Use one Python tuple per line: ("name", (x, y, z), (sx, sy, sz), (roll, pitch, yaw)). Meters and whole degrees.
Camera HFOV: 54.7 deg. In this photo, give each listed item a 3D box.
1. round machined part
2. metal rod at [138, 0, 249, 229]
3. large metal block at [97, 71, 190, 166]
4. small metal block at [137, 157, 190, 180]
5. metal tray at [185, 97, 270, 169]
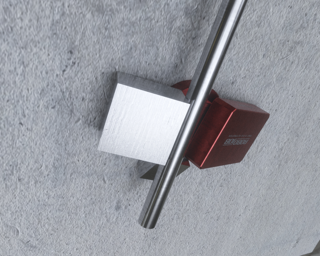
("round machined part", (0.042, -0.011, 0.413), (0.099, 0.042, 0.097), (-14, 124, -21))
("metal rod", (0.031, -0.005, 0.368), (0.025, 0.025, 0.298), (8, 112, -32))
("large metal block", (-0.022, -0.011, 0.359), (0.081, 0.050, 0.079), (15, 112, -15))
("small metal block", (0.005, 0.050, 0.429), (0.050, 0.025, 0.050), (17, 135, -35))
("metal tray", (0.098, 0.008, 0.435), (0.131, 0.030, 0.089), (2, 121, -52))
